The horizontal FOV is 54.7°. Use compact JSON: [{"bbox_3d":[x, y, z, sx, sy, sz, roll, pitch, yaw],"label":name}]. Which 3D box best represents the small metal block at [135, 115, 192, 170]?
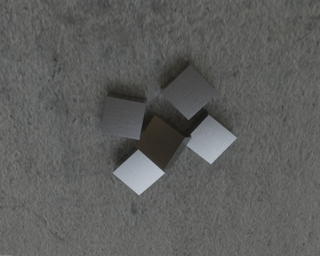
[{"bbox_3d":[0.004,0.018,0.402,0.050,0.025,0.050,37,103,21],"label":"small metal block"}]

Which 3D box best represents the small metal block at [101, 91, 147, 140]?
[{"bbox_3d":[-0.047,-0.016,0.403,0.050,0.025,0.050,11,110,-4],"label":"small metal block"}]

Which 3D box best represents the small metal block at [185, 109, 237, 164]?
[{"bbox_3d":[0.065,0.012,0.415,0.050,0.025,0.050,38,105,-13],"label":"small metal block"}]

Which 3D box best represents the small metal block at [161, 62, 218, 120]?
[{"bbox_3d":[0.036,-0.047,0.393,0.050,0.025,0.050,-43,105,14],"label":"small metal block"}]

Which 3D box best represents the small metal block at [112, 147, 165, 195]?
[{"bbox_3d":[-0.029,0.057,0.430,0.050,0.025,0.050,-43,105,14],"label":"small metal block"}]
